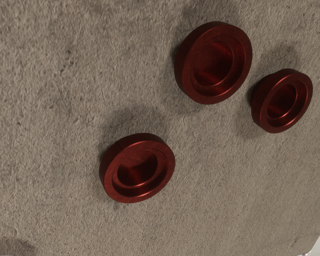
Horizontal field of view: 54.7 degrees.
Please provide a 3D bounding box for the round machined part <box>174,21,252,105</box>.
[{"bbox_3d":[0.061,-0.081,0.380,0.099,0.042,0.097,-14,125,-21],"label":"round machined part"}]

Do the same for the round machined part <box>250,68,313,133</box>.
[{"bbox_3d":[0.177,-0.044,0.468,0.099,0.042,0.097,-14,125,-21],"label":"round machined part"}]

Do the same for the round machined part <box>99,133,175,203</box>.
[{"bbox_3d":[-0.033,0.048,0.409,0.099,0.042,0.097,-14,125,-21],"label":"round machined part"}]
